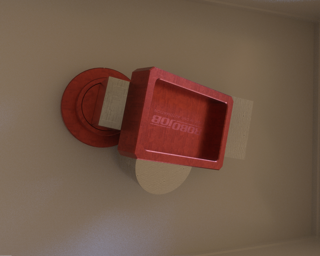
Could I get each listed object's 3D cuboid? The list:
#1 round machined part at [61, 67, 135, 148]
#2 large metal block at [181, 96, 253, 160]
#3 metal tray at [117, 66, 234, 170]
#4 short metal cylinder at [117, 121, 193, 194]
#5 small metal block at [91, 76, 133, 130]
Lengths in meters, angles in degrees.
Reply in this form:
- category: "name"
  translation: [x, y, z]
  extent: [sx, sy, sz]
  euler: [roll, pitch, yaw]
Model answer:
- category: "round machined part"
  translation: [-0.068, -0.025, 0.375]
  extent: [0.099, 0.042, 0.097]
  euler: [0, 90, -21]
- category: "large metal block"
  translation: [0.073, -0.004, 0.423]
  extent: [0.081, 0.050, 0.080]
  euler: [11, 87, -20]
- category: "metal tray"
  translation: [0.023, -0.005, 0.341]
  extent: [0.131, 0.030, 0.090]
  euler: [13, 86, -39]
- category: "short metal cylinder"
  translation: [-0.006, 0.035, 0.382]
  extent: [0.081, 0.050, 0.079]
  euler: [-9, 108, -30]
- category: "small metal block"
  translation: [-0.052, -0.025, 0.332]
  extent: [0.025, 0.050, 0.050]
  euler: [13, 86, -20]
